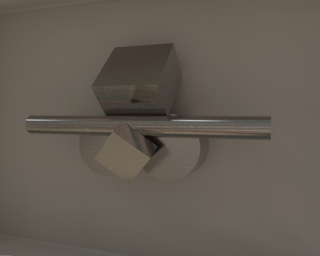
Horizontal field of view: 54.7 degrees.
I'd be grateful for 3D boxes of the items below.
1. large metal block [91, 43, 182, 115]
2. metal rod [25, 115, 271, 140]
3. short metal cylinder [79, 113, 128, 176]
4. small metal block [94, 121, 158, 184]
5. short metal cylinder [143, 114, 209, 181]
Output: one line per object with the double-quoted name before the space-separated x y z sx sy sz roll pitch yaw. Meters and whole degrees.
"large metal block" -0.025 -0.058 0.382 0.080 0.050 0.080 1 47 19
"metal rod" -0.029 -0.002 0.365 0.301 0.025 0.025 1 90 19
"short metal cylinder" -0.059 0.021 0.416 0.080 0.050 0.079 0 90 19
"small metal block" -0.039 0.029 0.357 0.050 0.025 0.050 36 124 -3
"short metal cylinder" 0.016 0.023 0.389 0.080 0.050 0.079 0 90 19
